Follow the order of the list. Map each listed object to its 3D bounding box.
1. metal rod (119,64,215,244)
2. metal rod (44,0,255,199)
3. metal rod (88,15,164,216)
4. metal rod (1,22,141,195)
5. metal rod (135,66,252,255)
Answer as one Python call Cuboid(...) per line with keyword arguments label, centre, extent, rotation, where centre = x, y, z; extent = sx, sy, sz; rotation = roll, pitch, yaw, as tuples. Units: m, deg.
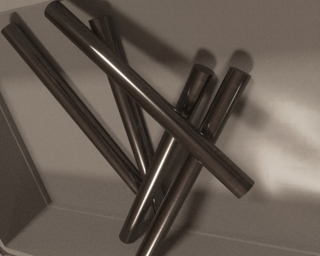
Cuboid(label="metal rod", centre=(-0.002, 0.054, 0.416), extent=(0.025, 0.025, 0.298), rotation=(29, 120, 10))
Cuboid(label="metal rod", centre=(-0.017, -0.037, 0.345), extent=(0.300, 0.025, 0.025), rotation=(43, 129, 7))
Cuboid(label="metal rod", centre=(-0.035, 0.001, 0.426), extent=(0.025, 0.025, 0.298), rotation=(-2, 118, 29))
Cuboid(label="metal rod", centre=(-0.120, -0.022, 0.455), extent=(0.025, 0.025, 0.300), rotation=(-30, 102, 37))
Cuboid(label="metal rod", centre=(0.029, 0.067, 0.381), extent=(0.025, 0.025, 0.298), rotation=(28, 112, 10))
